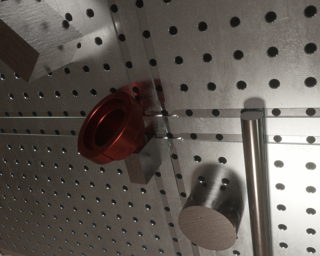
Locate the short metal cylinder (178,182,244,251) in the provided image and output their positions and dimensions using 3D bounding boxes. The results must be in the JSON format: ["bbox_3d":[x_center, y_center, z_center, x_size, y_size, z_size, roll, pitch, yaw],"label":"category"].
[{"bbox_3d":[0.072,0.123,0.432,0.080,0.050,0.079,13,124,20],"label":"short metal cylinder"}]

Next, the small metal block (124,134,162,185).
[{"bbox_3d":[-0.024,0.043,0.432,0.025,0.050,0.050,2,120,27],"label":"small metal block"}]

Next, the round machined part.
[{"bbox_3d":[-0.058,0.004,0.405,0.098,0.098,0.042,-19,138,35],"label":"round machined part"}]

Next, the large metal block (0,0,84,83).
[{"bbox_3d":[-0.159,-0.113,0.387,0.080,0.080,0.050,42,129,-1],"label":"large metal block"}]

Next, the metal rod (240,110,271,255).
[{"bbox_3d":[0.132,0.116,0.412,0.025,0.025,0.298,2,119,27],"label":"metal rod"}]
